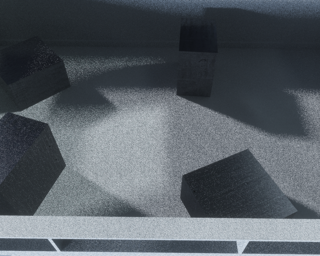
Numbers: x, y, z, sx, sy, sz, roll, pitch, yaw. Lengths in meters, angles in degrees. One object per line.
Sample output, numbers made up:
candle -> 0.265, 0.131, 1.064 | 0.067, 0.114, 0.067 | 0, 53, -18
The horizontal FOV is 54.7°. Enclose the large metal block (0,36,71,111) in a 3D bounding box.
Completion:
large metal block -> -0.193, -0.083, 0.457 | 0.080, 0.050, 0.080 | -33, 58, -25

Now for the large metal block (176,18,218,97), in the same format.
large metal block -> 0.053, -0.103, 0.456 | 0.050, 0.080, 0.080 | 4, 50, 3

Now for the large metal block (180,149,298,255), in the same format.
large metal block -> 0.076, 0.079, 0.323 | 0.081, 0.050, 0.080 | -20, 53, -16

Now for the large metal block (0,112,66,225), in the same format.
large metal block -> -0.153, 0.043, 0.332 | 0.050, 0.080, 0.080 | 15, 52, 12
